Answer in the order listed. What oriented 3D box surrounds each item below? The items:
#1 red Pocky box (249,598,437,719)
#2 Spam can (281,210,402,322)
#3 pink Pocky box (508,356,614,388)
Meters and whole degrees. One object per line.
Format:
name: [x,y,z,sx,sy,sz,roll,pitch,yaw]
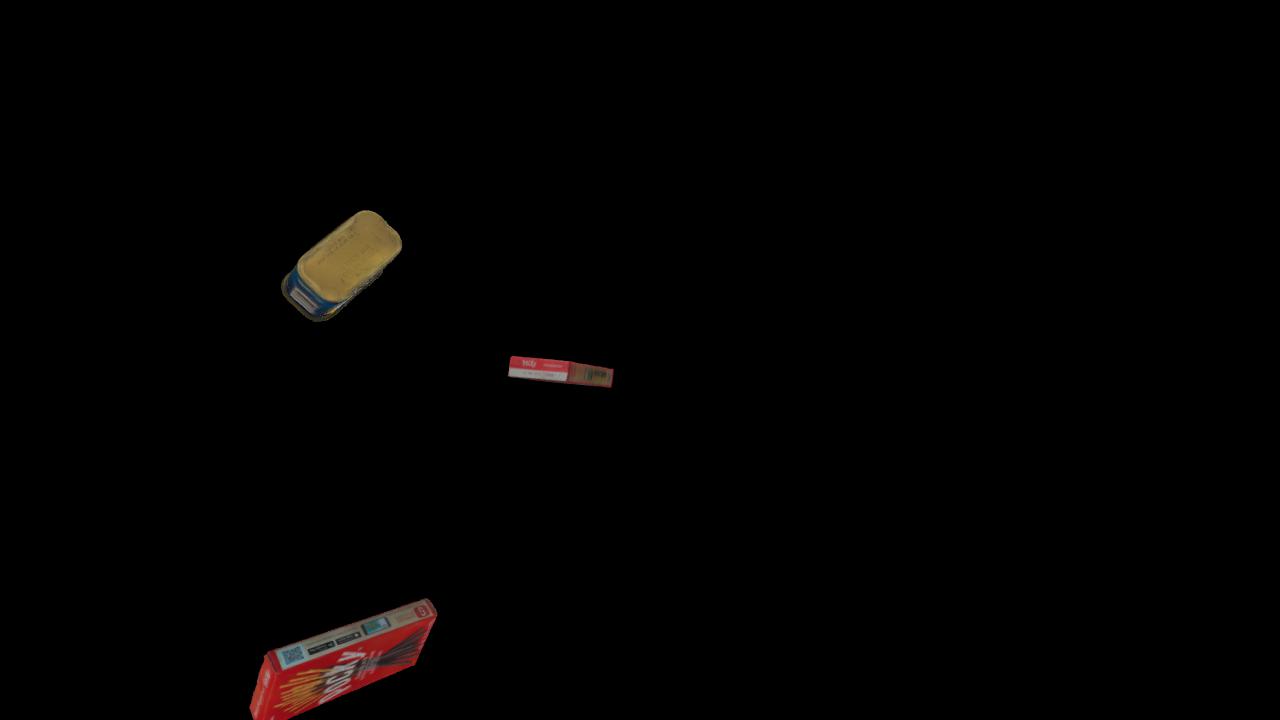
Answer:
red Pocky box: [-0.280,0.289,0.593,0.155,0.083,0.028,-2,36,-49]
Spam can: [-0.289,-0.091,0.600,0.058,0.101,0.085,48,-31,-21]
pink Pocky box: [-0.101,0.017,0.821,0.084,0.029,0.155,5,-3,19]
